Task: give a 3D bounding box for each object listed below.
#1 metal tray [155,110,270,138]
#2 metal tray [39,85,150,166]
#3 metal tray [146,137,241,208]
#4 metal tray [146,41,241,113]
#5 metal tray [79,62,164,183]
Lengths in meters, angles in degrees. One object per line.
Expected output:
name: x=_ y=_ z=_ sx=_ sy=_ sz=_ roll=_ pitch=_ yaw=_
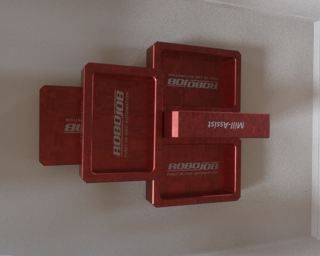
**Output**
metal tray: x=0.061 y=-0.004 z=0.397 sx=0.131 sy=0.090 sz=0.030 roll=1 pitch=90 yaw=-20
metal tray: x=-0.076 y=-0.003 z=0.377 sx=0.131 sy=0.030 sz=0.089 roll=0 pitch=90 yaw=-21
metal tray: x=0.048 y=0.056 z=0.425 sx=0.131 sy=0.030 sz=0.089 roll=1 pitch=90 yaw=-21
metal tray: x=0.048 y=-0.064 z=0.425 sx=0.131 sy=0.030 sz=0.089 roll=1 pitch=90 yaw=-21
metal tray: x=-0.044 y=-0.005 z=0.358 sx=0.091 sy=0.030 sz=0.129 roll=1 pitch=90 yaw=-21
